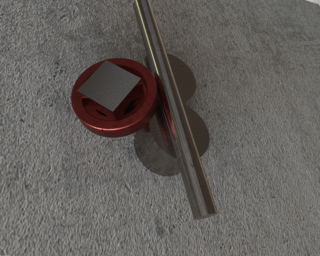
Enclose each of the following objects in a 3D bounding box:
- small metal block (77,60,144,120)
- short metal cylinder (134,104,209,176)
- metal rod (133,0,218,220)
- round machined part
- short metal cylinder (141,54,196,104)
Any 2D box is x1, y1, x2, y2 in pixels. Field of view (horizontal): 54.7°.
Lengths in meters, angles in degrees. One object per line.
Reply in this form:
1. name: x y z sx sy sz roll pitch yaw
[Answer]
1. small metal block: -0.055 -0.042 0.349 0.050 0.025 0.050 30 69 18
2. short metal cylinder: 0.014 0.014 0.388 0.081 0.050 0.080 14 55 -20
3. metal rod: 0.010 -0.042 0.373 0.025 0.025 0.299 -1 62 -29
4. round machined part: -0.051 -0.032 0.370 0.099 0.042 0.098 -2 63 3
5. short metal cylinder: 0.002 -0.057 0.425 0.081 0.050 0.080 14 56 -21
